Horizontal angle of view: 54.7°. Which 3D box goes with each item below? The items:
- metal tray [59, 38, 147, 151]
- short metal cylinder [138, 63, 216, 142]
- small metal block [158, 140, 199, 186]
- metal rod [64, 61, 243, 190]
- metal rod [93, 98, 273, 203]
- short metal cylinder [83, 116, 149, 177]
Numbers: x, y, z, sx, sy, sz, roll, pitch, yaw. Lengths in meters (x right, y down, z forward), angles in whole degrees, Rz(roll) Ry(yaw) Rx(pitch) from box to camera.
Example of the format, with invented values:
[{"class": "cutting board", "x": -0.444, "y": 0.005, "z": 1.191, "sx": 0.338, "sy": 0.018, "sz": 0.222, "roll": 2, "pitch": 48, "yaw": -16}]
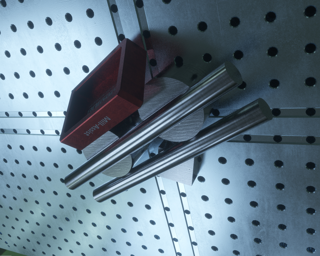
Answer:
[{"class": "metal tray", "x": -0.071, "y": -0.038, "z": 0.379, "sx": 0.030, "sy": 0.090, "sz": 0.130, "roll": 29, "pitch": 136, "yaw": -32}, {"class": "short metal cylinder", "x": 0.021, "y": -0.031, "z": 0.365, "sx": 0.080, "sy": 0.050, "sz": 0.079, "roll": 13, "pitch": 124, "yaw": 20}, {"class": "small metal block", "x": 0.025, "y": 0.046, "z": 0.424, "sx": 0.050, "sy": 0.025, "sz": 0.050, "roll": 14, "pitch": 124, "yaw": 20}, {"class": "metal rod", "x": -0.032, "y": 0.015, "z": 0.370, "sx": 0.299, "sy": 0.025, "sz": 0.025, "roll": -33, "pitch": 100, "yaw": 38}, {"class": "metal rod", "x": 0.005, "y": 0.043, "z": 0.400, "sx": 0.299, "sy": 0.025, "sz": 0.025, "roll": -32, "pitch": 101, "yaw": 38}, {"class": "short metal cylinder", "x": -0.063, "y": 0.023, "z": 0.441, "sx": 0.080, "sy": 0.050, "sz": 0.079, "roll": 13, "pitch": 124, "yaw": 20}]
